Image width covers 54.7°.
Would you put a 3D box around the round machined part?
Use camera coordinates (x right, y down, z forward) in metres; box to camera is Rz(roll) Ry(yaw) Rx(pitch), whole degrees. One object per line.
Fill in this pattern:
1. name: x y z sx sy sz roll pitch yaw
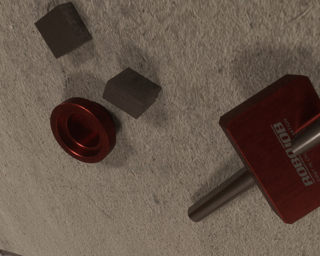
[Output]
1. round machined part: -0.105 -0.001 0.449 0.098 0.042 0.097 13 124 20

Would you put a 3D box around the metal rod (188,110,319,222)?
1. metal rod: 0.114 0.046 0.349 0.025 0.025 0.298 39 137 1

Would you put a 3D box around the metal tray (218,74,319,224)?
1. metal tray: 0.132 0.022 0.317 0.090 0.030 0.130 -33 102 2

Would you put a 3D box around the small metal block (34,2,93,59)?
1. small metal block: -0.122 -0.123 0.393 0.050 0.025 0.050 -18 109 34

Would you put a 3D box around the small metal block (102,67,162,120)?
1. small metal block: -0.034 -0.044 0.380 0.050 0.050 0.025 33 128 6
